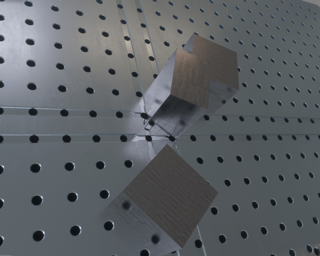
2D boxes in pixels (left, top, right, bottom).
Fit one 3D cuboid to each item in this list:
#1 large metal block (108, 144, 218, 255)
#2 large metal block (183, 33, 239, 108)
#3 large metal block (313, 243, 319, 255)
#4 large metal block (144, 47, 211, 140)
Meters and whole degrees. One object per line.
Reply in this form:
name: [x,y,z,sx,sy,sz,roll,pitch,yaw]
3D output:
large metal block: [0.004,0.079,0.346,0.080,0.050,0.080,44,51,2]
large metal block: [0.074,-0.089,0.485,0.080,0.050,0.080,18,55,-18]
large metal block: [0.264,0.182,0.403,0.080,0.080,0.050,24,53,-14]
large metal block: [0.023,-0.044,0.411,0.050,0.080,0.080,21,54,-16]
